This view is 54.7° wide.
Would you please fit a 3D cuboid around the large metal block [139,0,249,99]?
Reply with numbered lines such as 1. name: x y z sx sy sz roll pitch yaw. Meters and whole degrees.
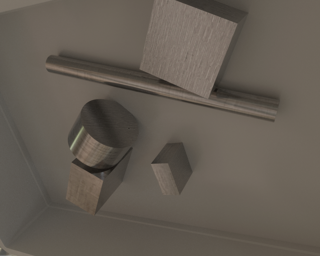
1. large metal block: 0.033 -0.089 0.319 0.080 0.050 0.079 25 127 12

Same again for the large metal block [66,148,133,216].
1. large metal block: -0.090 0.067 0.460 0.050 0.080 0.079 28 128 10

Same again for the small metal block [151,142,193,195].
1. small metal block: 0.017 0.054 0.416 0.025 0.050 0.050 -6 116 31

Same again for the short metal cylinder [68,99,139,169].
1. short metal cylinder: -0.076 0.008 0.416 0.080 0.080 0.050 40 129 0

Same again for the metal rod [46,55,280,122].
1. metal rod: -0.012 -0.053 0.380 0.301 0.025 0.025 15 124 19
